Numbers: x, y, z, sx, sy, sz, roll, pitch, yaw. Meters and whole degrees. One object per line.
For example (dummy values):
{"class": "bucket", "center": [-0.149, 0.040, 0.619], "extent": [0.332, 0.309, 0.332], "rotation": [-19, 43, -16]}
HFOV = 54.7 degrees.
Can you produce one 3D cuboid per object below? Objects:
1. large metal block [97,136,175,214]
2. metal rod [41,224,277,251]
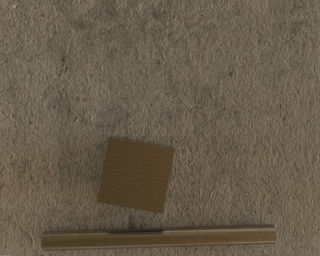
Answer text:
{"class": "large metal block", "center": [-0.029, 0.057, 0.397], "extent": [0.080, 0.050, 0.080], "rotation": [10, 90, -1]}
{"class": "metal rod", "center": [-0.001, 0.145, 0.410], "extent": [0.302, 0.025, 0.025], "rotation": [-1, 90, -1]}
